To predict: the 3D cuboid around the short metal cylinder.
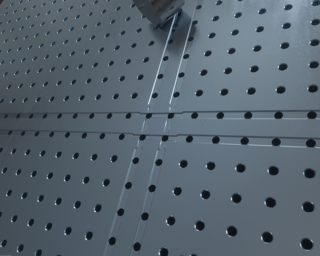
[{"bbox_3d":[-0.006,-0.213,0.506,0.050,0.080,0.080,-45,51,-3],"label":"short metal cylinder"}]
